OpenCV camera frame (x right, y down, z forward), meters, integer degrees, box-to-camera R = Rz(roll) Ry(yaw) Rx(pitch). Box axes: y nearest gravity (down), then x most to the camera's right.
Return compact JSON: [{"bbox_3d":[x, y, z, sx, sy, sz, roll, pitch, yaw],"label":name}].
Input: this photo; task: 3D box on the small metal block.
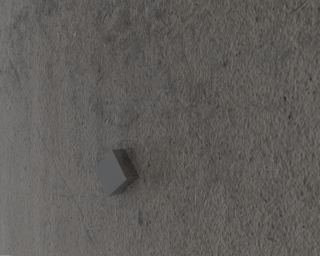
[{"bbox_3d":[-0.065,0.066,0.460,0.050,0.025,0.050,-45,63,31],"label":"small metal block"}]
